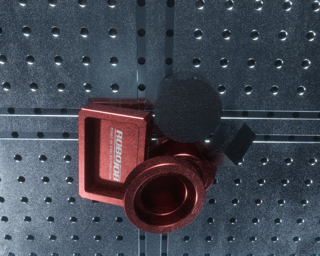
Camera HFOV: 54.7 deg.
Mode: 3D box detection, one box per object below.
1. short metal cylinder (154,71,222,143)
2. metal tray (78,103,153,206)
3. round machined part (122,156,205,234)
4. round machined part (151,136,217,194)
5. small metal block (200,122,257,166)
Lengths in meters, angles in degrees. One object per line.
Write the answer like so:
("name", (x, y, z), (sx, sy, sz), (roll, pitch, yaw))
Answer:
("short metal cylinder", (0.033, -0.028, 0.390), (0.081, 0.050, 0.079), (0, 110, -1))
("metal tray", (-0.060, 0.038, 0.412), (0.090, 0.030, 0.129), (9, 110, 11))
("round machined part", (0.003, 0.077, 0.382), (0.099, 0.042, 0.097), (-4, 112, -10))
("round machined part", (0.029, 0.058, 0.425), (0.099, 0.042, 0.097), (0, 110, -1))
("small metal block", (0.088, 0.022, 0.399), (0.025, 0.050, 0.050), (45, 69, -15))
